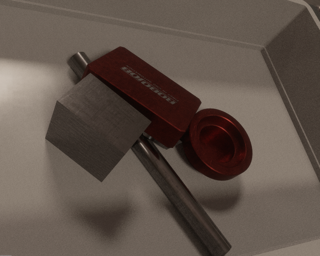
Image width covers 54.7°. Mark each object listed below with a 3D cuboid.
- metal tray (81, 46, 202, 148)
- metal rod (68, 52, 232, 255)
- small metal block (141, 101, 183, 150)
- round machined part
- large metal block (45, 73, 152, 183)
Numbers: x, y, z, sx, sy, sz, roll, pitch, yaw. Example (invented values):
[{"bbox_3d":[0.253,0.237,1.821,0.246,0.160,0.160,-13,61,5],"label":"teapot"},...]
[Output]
[{"bbox_3d":[-0.019,-0.042,0.379,0.130,0.030,0.090,35,35,0],"label":"metal tray"},{"bbox_3d":[-0.018,0.027,0.381,0.025,0.025,0.300,-31,79,-38],"label":"metal rod"},{"bbox_3d":[0.001,-0.007,0.394,0.050,0.025,0.050,36,35,-46],"label":"small metal block"},{"bbox_3d":[0.073,0.025,0.420,0.099,0.042,0.098,14,56,-21],"label":"round machined part"},{"bbox_3d":[-0.069,0.003,0.333,0.080,0.080,0.050,39,51,-3],"label":"large metal block"}]
